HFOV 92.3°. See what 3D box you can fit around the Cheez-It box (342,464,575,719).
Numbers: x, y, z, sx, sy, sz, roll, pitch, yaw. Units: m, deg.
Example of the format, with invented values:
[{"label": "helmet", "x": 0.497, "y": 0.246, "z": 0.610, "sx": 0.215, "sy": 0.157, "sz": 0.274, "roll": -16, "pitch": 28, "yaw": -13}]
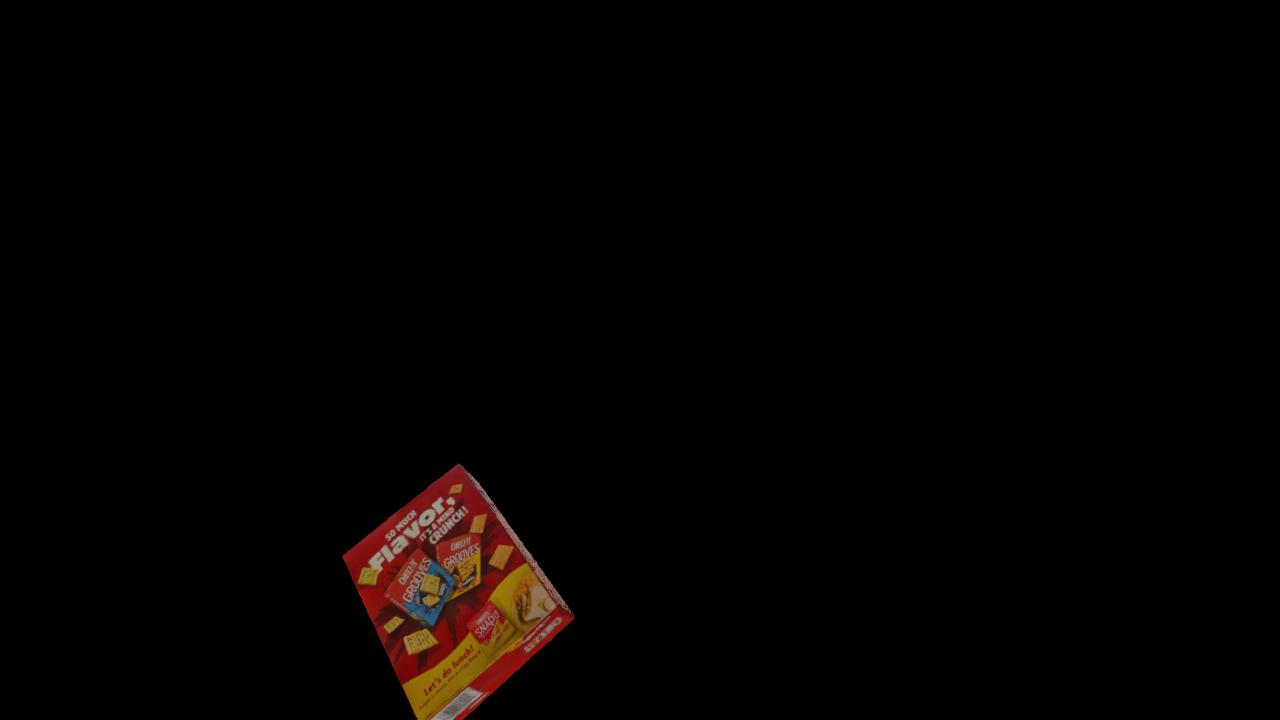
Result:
[{"label": "Cheez-It box", "x": -0.204, "y": 0.249, "z": 0.676, "sx": 0.223, "sy": 0.166, "sz": 0.071, "roll": 42, "pitch": -16, "yaw": 33}]
